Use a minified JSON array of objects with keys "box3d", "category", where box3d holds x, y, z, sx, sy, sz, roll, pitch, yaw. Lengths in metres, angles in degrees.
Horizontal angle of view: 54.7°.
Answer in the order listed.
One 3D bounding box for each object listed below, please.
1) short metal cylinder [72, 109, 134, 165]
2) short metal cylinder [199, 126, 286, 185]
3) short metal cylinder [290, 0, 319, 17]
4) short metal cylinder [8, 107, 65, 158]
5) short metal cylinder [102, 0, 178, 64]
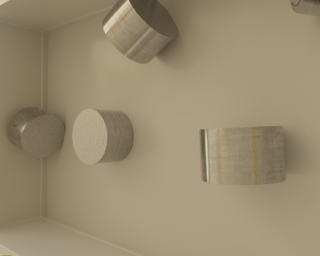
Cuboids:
[{"box3d":[-0.085,0.012,0.461,0.080,0.050,0.080,0,90,40],"category":"short metal cylinder"},{"box3d":[0.080,0.025,0.305,0.080,0.081,0.050,-4,88,40],"category":"short metal cylinder"},{"box3d":[0.148,-0.130,0.249,0.050,0.081,0.079,27,107,37],"category":"short metal cylinder"},{"box3d":[-0.220,0.007,0.553,0.050,0.081,0.079,22,104,38],"category":"short metal cylinder"},{"box3d":[-0.024,-0.129,0.391,0.050,0.081,0.080,-38,67,33],"category":"short metal cylinder"}]
